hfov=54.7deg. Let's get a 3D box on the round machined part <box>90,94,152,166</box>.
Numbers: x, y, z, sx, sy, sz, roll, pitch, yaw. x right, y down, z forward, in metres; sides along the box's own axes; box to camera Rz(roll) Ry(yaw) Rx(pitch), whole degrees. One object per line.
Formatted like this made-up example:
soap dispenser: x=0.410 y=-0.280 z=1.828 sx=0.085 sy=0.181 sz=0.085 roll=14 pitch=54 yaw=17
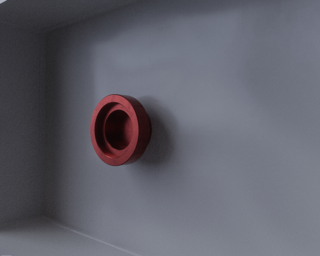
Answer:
round machined part: x=-0.050 y=0.003 z=0.435 sx=0.098 sy=0.042 sz=0.097 roll=0 pitch=90 yaw=39
